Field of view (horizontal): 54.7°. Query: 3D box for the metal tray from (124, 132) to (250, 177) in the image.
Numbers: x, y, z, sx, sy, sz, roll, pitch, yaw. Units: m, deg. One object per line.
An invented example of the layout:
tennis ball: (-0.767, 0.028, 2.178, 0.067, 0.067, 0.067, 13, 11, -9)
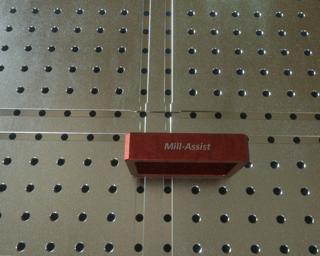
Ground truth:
metal tray: (0.028, 0.034, 0.365, 0.131, 0.090, 0.030, 1, 70, 0)
